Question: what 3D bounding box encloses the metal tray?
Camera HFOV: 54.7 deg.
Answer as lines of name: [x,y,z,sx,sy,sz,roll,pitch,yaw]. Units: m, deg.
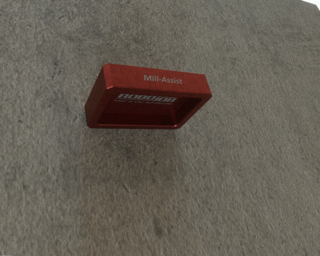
metal tray: [-0.015,-0.032,0.374,0.131,0.090,0.030,1,62,-28]
